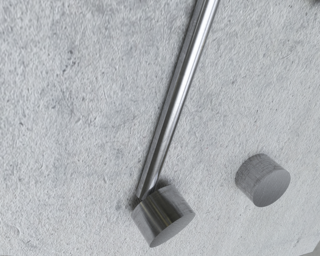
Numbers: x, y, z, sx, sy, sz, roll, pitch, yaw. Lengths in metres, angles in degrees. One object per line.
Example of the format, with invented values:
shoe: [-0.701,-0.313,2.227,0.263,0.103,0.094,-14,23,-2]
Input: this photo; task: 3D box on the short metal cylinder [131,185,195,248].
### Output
short metal cylinder: [0.005,0.130,0.456,0.080,0.050,0.080,-29,151,-18]

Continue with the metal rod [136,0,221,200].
metal rod: [0.019,-0.032,0.397,0.025,0.025,0.298,4,117,-30]

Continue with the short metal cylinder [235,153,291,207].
short metal cylinder: [0.180,0.092,0.546,0.081,0.050,0.079,-14,124,-21]
